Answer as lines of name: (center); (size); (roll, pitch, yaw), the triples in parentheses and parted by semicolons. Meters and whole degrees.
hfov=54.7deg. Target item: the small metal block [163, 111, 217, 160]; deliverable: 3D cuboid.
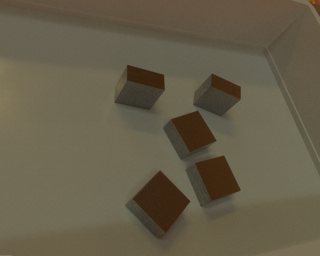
small metal block: (0.041, 0.009, 0.422); (0.050, 0.025, 0.050); (-19, 72, -35)

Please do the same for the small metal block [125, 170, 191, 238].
small metal block: (-0.002, 0.086, 0.352); (0.050, 0.025, 0.050); (45, 51, 3)

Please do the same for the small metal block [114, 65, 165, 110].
small metal block: (-0.028, -0.051, 0.406); (0.050, 0.050, 0.025); (11, 57, -22)

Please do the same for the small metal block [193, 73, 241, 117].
small metal block: (0.085, -0.048, 0.464); (0.050, 0.050, 0.025); (21, 54, -16)

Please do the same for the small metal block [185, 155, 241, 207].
small metal block: (0.068, 0.068, 0.401); (0.050, 0.025, 0.050); (-10, 67, -32)
